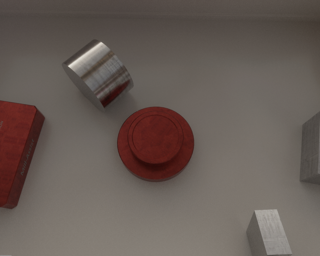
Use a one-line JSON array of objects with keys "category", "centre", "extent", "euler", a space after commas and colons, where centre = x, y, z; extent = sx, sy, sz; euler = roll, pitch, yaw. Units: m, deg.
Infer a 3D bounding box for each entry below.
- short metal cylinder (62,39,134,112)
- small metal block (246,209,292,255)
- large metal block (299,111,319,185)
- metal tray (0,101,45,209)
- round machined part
[{"category": "short metal cylinder", "centre": [-0.081, -0.067, 0.404], "extent": [0.080, 0.080, 0.050], "euler": [43, 76, 14]}, {"category": "small metal block", "centre": [0.119, 0.126, 0.343], "extent": [0.025, 0.050, 0.050], "euler": [-2, 45, -1]}, {"category": "large metal block", "centre": [0.228, 0.031, 0.388], "extent": [0.080, 0.050, 0.080], "euler": [11, 71, 4]}, {"category": "metal tray", "centre": [-0.212, 0.030, 0.394], "extent": [0.091, 0.030, 0.130], "euler": [9, 70, 3]}, {"category": "round machined part", "centre": [-0.005, 0.017, 0.394], "extent": [0.099, 0.042, 0.098], "euler": [0, 70, -1]}]
